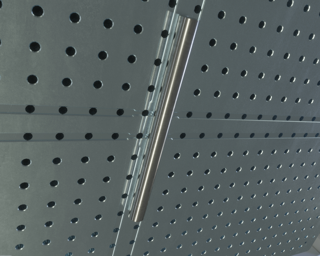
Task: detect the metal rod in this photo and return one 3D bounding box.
[{"bbox_3d":[-0.001,0.005,0.415,0.025,0.025,0.298,0,118,-29],"label":"metal rod"}]
